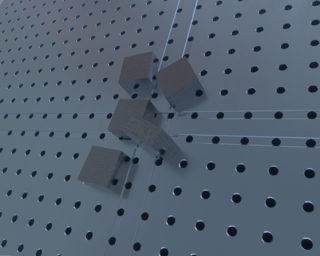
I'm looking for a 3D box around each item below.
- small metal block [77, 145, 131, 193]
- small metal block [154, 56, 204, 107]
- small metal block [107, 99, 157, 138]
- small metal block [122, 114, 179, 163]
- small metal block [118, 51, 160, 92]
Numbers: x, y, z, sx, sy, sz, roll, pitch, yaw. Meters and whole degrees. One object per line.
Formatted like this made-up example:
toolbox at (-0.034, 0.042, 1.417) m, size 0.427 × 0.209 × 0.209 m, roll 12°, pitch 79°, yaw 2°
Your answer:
small metal block at (-0.074, 0.054, 0.412) m, size 0.050 × 0.025 × 0.050 m, roll 8°, pitch 65°, yaw 31°
small metal block at (0.026, -0.065, 0.433) m, size 0.050 × 0.025 × 0.050 m, roll -29°, pitch 52°, yaw 9°
small metal block at (-0.039, -0.013, 0.435) m, size 0.050 × 0.025 × 0.050 m, roll 4°, pitch 64°, yaw 29°
small metal block at (-0.011, 0.014, 0.388) m, size 0.050 × 0.050 × 0.025 m, roll 27°, pitch 77°, yaw 37°
small metal block at (-0.032, -0.086, 0.476) m, size 0.050 × 0.025 × 0.050 m, roll -5°, pitch 59°, yaw 25°
